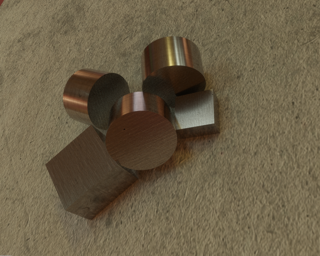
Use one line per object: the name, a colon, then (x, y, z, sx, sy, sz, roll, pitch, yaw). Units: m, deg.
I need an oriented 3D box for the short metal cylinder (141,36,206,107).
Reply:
short metal cylinder: (0.016, -0.072, 0.404, 0.080, 0.080, 0.050, -17, 55, 18)

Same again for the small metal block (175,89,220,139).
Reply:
small metal block: (0.047, -0.017, 0.390, 0.050, 0.025, 0.050, -10, 57, 22)

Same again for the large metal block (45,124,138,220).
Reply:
large metal block: (-0.089, 0.057, 0.400, 0.080, 0.050, 0.080, -41, 51, 0)

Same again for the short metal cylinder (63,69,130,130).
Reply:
short metal cylinder: (-0.088, -0.042, 0.441, 0.050, 0.080, 0.080, 16, 70, 34)

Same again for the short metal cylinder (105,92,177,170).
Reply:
short metal cylinder: (-0.022, 0.003, 0.370, 0.080, 0.080, 0.050, -28, 29, 11)
